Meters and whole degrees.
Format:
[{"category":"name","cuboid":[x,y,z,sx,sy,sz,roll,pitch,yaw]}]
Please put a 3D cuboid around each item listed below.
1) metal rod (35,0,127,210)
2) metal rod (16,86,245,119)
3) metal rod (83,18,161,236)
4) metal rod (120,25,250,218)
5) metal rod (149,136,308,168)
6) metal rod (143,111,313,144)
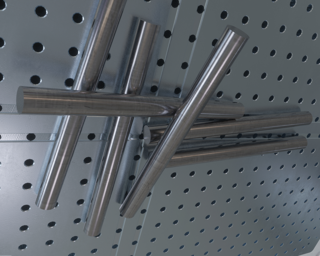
[{"category":"metal rod","cuboid":[-0.087,-0.034,0.341,0.025,0.025,0.298,11,113,-33]},{"category":"metal rod","cuboid":[-0.004,-0.025,0.364,0.302,0.025,0.025,0,119,-38]},{"category":"metal rod","cuboid":[-0.054,0.017,0.390,0.025,0.025,0.298,4,116,-31]},{"category":"metal rod","cuboid":[0.014,0.015,0.380,0.025,0.025,0.298,6,130,-31]},{"category":"metal rod","cuboid":[0.124,0.036,0.500,0.302,0.025,0.025,-4,120,-26]},{"category":"metal rod","cuboid":[0.118,-0.004,0.471,0.302,0.025,0.025,-5,121,-26]}]
